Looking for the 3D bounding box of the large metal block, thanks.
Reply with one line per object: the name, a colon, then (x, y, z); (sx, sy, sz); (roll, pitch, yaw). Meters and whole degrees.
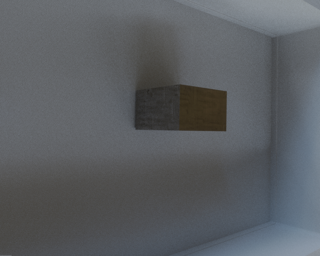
large metal block: (0.026, -0.022, 0.388); (0.081, 0.080, 0.050); (1, 90, -40)
